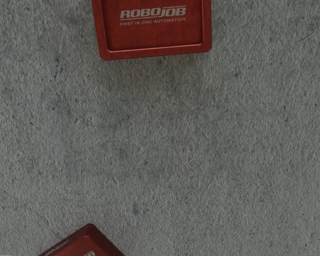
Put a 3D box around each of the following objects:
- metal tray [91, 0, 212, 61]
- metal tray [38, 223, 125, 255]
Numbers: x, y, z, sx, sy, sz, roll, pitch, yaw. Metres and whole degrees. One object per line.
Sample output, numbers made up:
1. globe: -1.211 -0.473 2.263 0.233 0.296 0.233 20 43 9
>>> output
1. metal tray: -0.008 -0.130 0.358 0.131 0.030 0.089 -5 110 1
2. metal tray: -0.131 0.218 0.485 0.130 0.030 0.090 -35 107 11
